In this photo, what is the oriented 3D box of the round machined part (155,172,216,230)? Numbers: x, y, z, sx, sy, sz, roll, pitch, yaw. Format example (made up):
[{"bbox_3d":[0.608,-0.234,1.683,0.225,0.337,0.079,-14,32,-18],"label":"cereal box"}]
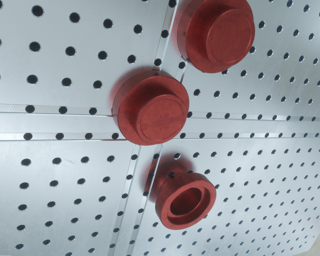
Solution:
[{"bbox_3d":[0.037,0.110,0.490,0.099,0.042,0.097,-14,125,-21],"label":"round machined part"}]

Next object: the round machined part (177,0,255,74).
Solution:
[{"bbox_3d":[0.074,-0.112,0.373,0.099,0.042,0.097,-14,124,-21],"label":"round machined part"}]

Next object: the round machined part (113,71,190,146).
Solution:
[{"bbox_3d":[-0.006,-0.019,0.387,0.099,0.042,0.097,-14,125,-21],"label":"round machined part"}]
